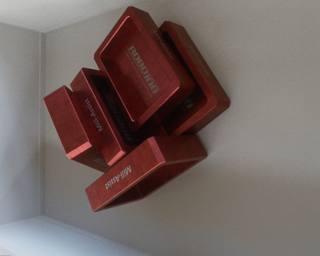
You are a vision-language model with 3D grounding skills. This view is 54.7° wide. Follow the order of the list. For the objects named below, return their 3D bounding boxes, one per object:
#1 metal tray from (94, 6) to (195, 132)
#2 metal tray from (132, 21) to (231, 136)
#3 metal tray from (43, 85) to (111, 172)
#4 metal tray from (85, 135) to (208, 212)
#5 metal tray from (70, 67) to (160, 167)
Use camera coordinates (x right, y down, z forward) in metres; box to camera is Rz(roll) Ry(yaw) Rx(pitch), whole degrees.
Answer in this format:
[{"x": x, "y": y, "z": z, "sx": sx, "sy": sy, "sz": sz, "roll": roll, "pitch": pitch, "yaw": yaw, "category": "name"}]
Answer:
[{"x": -0.025, "y": -0.071, "z": 0.380, "sx": 0.090, "sy": 0.030, "sz": 0.130, "roll": -44, "pitch": 63, "yaw": 31, "category": "metal tray"}, {"x": 0.017, "y": -0.055, "z": 0.387, "sx": 0.090, "sy": 0.030, "sz": 0.130, "roll": -42, "pitch": 64, "yaw": 33, "category": "metal tray"}, {"x": -0.093, "y": 0.009, "z": 0.412, "sx": 0.030, "sy": 0.130, "sz": 0.090, "roll": -31, "pitch": 67, "yaw": 3, "category": "metal tray"}, {"x": -0.017, "y": 0.055, "z": 0.375, "sx": 0.130, "sy": 0.091, "sz": 0.030, "roll": -39, "pitch": 66, "yaw": 32, "category": "metal tray"}, {"x": -0.050, "y": -0.016, "z": 0.400, "sx": 0.030, "sy": 0.091, "sz": 0.130, "roll": -44, "pitch": 64, "yaw": 31, "category": "metal tray"}]
